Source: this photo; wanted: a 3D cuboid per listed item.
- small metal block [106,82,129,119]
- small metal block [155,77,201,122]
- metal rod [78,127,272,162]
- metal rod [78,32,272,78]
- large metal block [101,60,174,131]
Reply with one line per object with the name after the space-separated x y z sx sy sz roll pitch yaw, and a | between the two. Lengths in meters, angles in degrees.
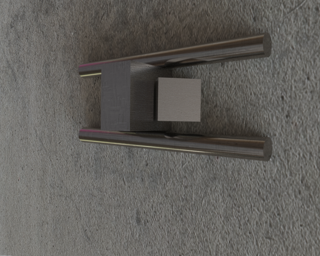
-0.059 -0.037 0.435 0.025 0.050 0.050 1 91 0 | small metal block
0.021 -0.033 0.370 0.025 0.050 0.050 -178 89 -81 | small metal block
-0.006 0.016 0.410 0.300 0.025 0.025 3 92 39 | metal rod
-0.007 -0.089 0.410 0.300 0.025 0.025 2 91 39 | metal rod
-0.027 -0.037 0.394 0.050 0.081 0.079 1 91 40 | large metal block
